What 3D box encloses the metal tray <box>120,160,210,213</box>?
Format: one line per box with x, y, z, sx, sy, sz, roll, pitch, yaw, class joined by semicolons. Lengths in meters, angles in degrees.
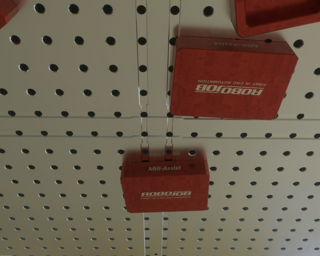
0.009;0.094;0.488;0.131;0.030;0.090;-3;130;2;metal tray

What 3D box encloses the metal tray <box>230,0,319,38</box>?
0.107;-0.155;0.277;0.090;0.030;0.129;-10;130;8;metal tray

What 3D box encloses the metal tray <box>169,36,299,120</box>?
0.079;-0.055;0.362;0.131;0.030;0.089;3;130;-3;metal tray

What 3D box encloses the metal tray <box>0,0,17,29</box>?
-0.219;-0.134;0.291;0.090;0.030;0.130;-28;125;21;metal tray
